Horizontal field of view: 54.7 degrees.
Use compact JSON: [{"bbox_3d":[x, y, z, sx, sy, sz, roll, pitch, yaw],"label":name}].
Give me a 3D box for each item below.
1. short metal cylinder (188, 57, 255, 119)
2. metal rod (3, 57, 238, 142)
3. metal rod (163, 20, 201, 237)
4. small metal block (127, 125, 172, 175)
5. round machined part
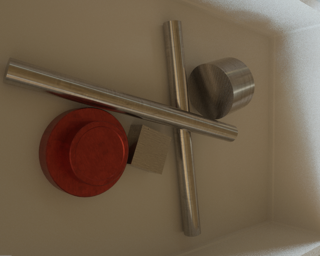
[{"bbox_3d":[0.087,-0.058,0.446,0.050,0.080,0.079,-23,105,-38],"label":"short metal cylinder"},{"bbox_3d":[-0.019,-0.023,0.370,0.302,0.025,0.025,14,81,-33],"label":"metal rod"},{"bbox_3d":[0.032,0.004,0.435,0.025,0.025,0.298,-10,97,-40],"label":"metal rod"},{"bbox_3d":[-0.017,0.028,0.394,0.050,0.025,0.050,25,74,-38],"label":"small metal block"},{"bbox_3d":[-0.074,0.026,0.335,0.099,0.042,0.097,0,90,-40],"label":"round machined part"}]
